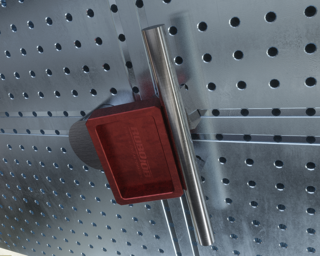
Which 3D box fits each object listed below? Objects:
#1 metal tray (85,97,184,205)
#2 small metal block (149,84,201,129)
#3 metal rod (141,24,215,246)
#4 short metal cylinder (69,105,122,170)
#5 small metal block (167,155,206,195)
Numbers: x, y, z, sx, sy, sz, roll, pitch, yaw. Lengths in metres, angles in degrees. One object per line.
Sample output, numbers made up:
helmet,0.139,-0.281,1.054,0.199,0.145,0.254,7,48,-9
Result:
metal tray,-0.027,0.033,0.390,0.090,0.030,0.129,-11,115,11
small metal block,0.016,-0.021,0.389,0.050,0.025,0.050,-16,110,34
metal rod,0.029,0.027,0.379,0.025,0.025,0.298,-1,118,28
short metal cylinder,-0.082,0.013,0.443,0.080,0.050,0.079,13,124,20
small metal block,0.027,0.057,0.430,0.050,0.025,0.050,34,129,5
